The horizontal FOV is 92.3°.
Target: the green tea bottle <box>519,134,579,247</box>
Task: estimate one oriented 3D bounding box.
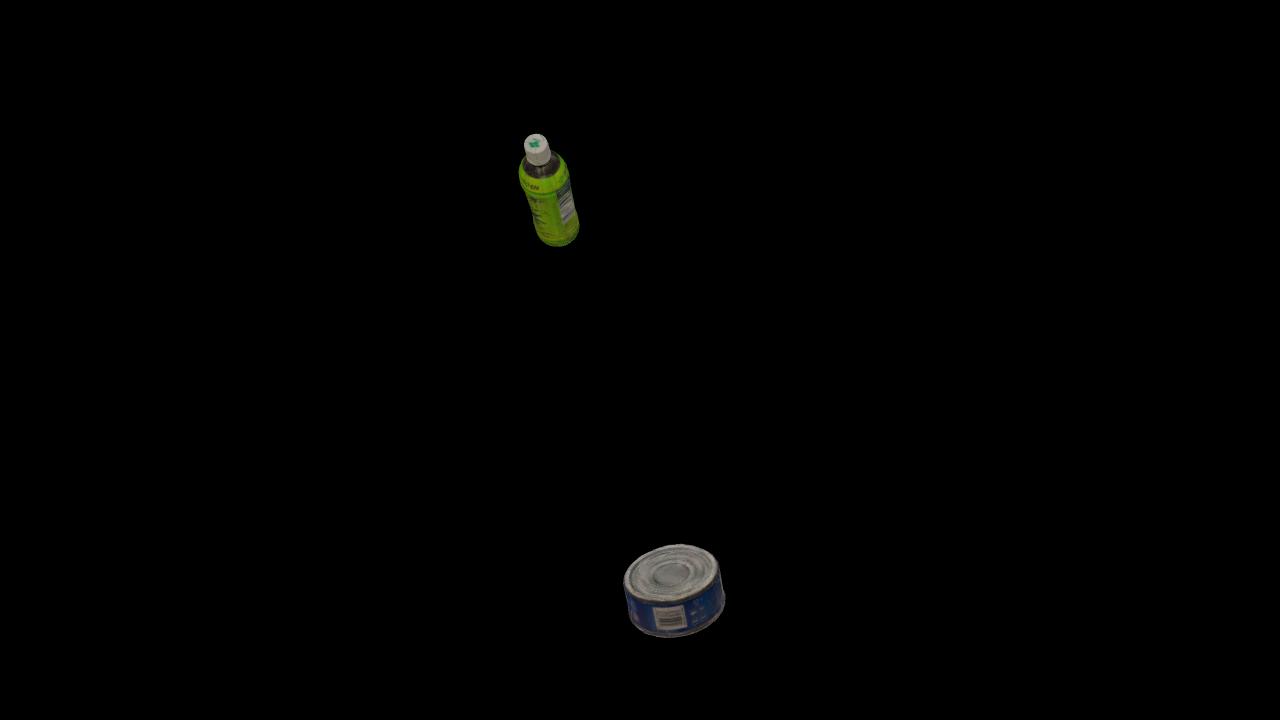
[{"bbox_3d":[-0.129,-0.240,0.872,0.073,0.073,0.212,0,-19,-1],"label":"green tea bottle"}]

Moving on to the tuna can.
[{"bbox_3d":[0.028,0.192,0.520,0.084,0.034,0.084,-10,14,3],"label":"tuna can"}]
